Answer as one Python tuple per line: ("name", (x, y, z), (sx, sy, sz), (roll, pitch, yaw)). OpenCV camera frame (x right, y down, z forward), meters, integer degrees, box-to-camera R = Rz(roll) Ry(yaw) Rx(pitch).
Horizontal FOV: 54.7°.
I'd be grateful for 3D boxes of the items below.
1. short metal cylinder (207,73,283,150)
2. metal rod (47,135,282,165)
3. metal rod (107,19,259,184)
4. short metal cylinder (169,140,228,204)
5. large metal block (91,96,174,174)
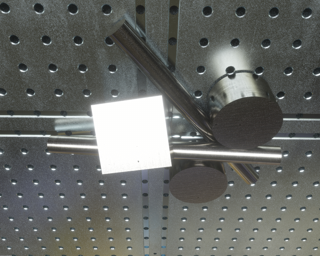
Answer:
("short metal cylinder", (0.100, -0.020, 0.375), (0.081, 0.050, 0.079), (0, 130, 0))
("metal rod", (0.002, 0.029, 0.409), (0.302, 0.025, 0.025), (3, 131, 5))
("metal rod", (0.047, -0.014, 0.396), (0.025, 0.025, 0.300), (-31, 124, 23))
("short metal cylinder", (0.053, 0.064, 0.445), (0.081, 0.050, 0.079), (0, 130, 0))
("large metal block", (-0.030, 0.006, 0.372), (0.080, 0.050, 0.079), (-7, 95, 6))
